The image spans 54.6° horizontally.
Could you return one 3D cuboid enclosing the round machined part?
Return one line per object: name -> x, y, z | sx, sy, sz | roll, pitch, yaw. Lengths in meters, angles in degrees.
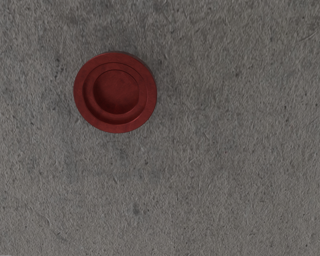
round machined part -> -0.052, -0.046, 0.383 | 0.099, 0.042, 0.097 | 0, 110, 0
